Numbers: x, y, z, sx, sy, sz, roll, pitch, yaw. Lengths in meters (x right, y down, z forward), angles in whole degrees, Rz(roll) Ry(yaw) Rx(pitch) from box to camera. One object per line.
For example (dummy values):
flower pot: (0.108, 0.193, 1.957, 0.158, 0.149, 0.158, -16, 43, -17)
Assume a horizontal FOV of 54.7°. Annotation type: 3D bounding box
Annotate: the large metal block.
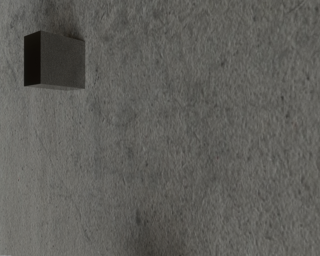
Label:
large metal block: (-0.171, -0.106, 0.507, 0.050, 0.081, 0.079, 0, 90, 40)
